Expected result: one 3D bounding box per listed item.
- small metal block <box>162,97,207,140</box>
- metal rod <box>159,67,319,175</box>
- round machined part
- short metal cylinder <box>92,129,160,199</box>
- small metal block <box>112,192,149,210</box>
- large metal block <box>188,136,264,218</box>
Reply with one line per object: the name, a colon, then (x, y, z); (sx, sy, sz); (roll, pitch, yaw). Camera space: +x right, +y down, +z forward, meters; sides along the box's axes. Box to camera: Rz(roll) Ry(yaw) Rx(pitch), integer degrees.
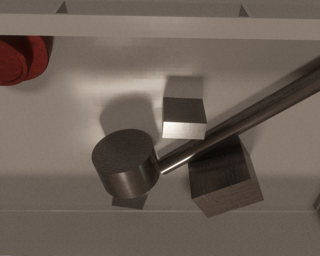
small metal block: (0.029, -0.013, 0.382); (0.050, 0.050, 0.025); (2, 130, -3)
metal rod: (0.120, -0.015, 0.398); (0.300, 0.025, 0.025); (-32, 124, 24)
round machined part: (-0.164, -0.080, 0.313); (0.099, 0.042, 0.097); (0, 144, 0)
short metal cylinder: (-0.044, 0.046, 0.412); (0.080, 0.080, 0.050); (-8, 130, 6)
small metal block: (-0.047, 0.103, 0.496); (0.050, 0.025, 0.050); (11, 129, -10)
large metal block: (0.088, 0.067, 0.432); (0.080, 0.080, 0.050); (-24, 126, 18)
